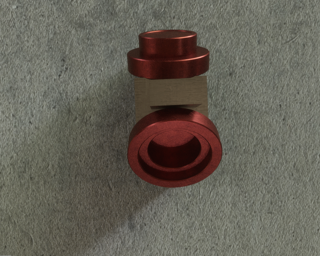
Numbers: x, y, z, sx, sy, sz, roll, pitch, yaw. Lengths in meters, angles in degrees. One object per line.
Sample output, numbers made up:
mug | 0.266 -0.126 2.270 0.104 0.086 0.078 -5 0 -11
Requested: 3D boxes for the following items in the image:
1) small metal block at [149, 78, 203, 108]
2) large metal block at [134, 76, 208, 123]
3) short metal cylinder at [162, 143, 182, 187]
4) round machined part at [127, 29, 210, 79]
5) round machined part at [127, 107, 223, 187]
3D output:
small metal block | 0.015 -0.034 0.318 0.050 0.050 0.025 -3 90 0
large metal block | 0.012 -0.032 0.383 0.081 0.080 0.050 -2 90 -1
short metal cylinder | 0.013 0.033 0.400 0.081 0.050 0.079 0 90 -1
round machined part | 0.010 -0.092 0.371 0.099 0.098 0.042 -2 115 -1
round machined part | 0.015 0.017 0.337 0.099 0.042 0.097 -1 129 -1
